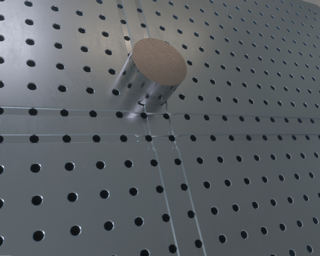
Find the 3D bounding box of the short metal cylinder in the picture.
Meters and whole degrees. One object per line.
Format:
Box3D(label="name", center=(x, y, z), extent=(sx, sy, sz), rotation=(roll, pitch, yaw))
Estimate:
Box3D(label="short metal cylinder", center=(-0.010, -0.078, 0.434), extent=(0.081, 0.050, 0.080), rotation=(13, 56, -21))
